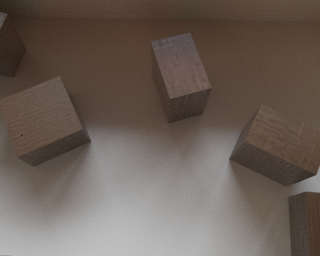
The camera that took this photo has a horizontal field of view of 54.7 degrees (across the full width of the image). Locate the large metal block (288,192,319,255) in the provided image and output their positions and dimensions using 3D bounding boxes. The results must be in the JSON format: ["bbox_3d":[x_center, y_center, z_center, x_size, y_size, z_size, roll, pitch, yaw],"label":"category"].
[{"bbox_3d":[0.199,0.120,0.355,0.080,0.050,0.080,5,70,1],"label":"large metal block"}]

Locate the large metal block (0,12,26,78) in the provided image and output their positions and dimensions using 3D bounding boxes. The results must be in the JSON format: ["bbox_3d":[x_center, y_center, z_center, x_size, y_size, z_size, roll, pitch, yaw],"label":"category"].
[{"bbox_3d":[-0.240,-0.118,0.416,0.080,0.080,0.050,14,71,-2],"label":"large metal block"}]

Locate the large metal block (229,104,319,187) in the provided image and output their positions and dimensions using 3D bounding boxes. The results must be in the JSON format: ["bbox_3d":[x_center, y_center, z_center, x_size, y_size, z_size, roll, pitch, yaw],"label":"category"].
[{"bbox_3d":[0.139,0.024,0.373,0.080,0.080,0.050,26,72,9],"label":"large metal block"}]

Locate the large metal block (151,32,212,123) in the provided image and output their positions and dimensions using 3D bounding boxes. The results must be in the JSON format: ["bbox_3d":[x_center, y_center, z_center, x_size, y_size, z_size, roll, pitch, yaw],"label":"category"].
[{"bbox_3d":[0.024,-0.062,0.403,0.050,0.080,0.080,-15,71,-6],"label":"large metal block"}]

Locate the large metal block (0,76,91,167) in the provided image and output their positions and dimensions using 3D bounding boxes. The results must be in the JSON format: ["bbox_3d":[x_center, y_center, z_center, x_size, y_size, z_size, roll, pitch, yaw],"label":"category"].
[{"bbox_3d":[-0.146,-0.008,0.397,0.080,0.050,0.080,-25,72,-9],"label":"large metal block"}]
